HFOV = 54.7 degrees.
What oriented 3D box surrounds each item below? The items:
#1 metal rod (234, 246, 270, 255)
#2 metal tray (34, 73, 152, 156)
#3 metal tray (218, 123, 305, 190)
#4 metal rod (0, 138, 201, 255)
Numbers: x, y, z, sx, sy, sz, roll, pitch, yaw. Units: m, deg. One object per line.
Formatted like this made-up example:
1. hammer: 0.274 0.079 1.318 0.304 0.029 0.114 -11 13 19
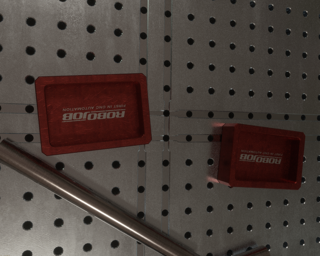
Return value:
1. metal rod: 0.022 0.218 0.422 0.303 0.025 0.025 -11 94 -20
2. metal tray: -0.080 -0.019 0.381 0.131 0.030 0.089 -6 92 -20
3. metal tray: 0.156 0.044 0.469 0.131 0.030 0.089 7 88 -20
4. metal rod: -0.065 0.106 0.389 0.301 0.025 0.025 36 78 -17
